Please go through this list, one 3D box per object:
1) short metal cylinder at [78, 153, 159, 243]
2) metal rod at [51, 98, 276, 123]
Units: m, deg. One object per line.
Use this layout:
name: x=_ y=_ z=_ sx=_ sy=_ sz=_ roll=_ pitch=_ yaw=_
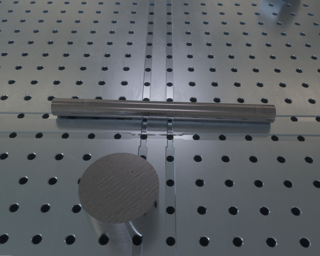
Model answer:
short metal cylinder: x=-0.041 y=0.073 z=0.330 sx=0.081 sy=0.050 sz=0.080 roll=0 pitch=50 yaw=0
metal rod: x=0.004 y=-0.024 z=0.427 sx=0.302 sy=0.025 sz=0.025 roll=2 pitch=50 yaw=1
